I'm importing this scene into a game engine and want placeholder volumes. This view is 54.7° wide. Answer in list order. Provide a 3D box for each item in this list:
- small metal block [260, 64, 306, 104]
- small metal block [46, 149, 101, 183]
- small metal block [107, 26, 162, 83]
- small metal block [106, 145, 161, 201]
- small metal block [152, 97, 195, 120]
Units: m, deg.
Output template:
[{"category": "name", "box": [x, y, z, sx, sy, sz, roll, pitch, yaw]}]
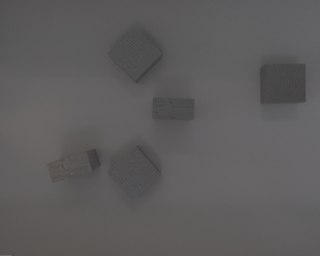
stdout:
[{"category": "small metal block", "box": [0.163, -0.058, 0.412, 0.050, 0.025, 0.050, -1, 90, 0]}, {"category": "small metal block", "box": [-0.109, 0.047, 0.398, 0.050, 0.050, 0.025, -17, 90, 0]}, {"category": "small metal block", "box": [-0.032, -0.096, 0.411, 0.050, 0.025, 0.050, 45, 90, 0]}, {"category": "small metal block", "box": [-0.034, 0.059, 0.411, 0.050, 0.025, 0.050, -41, 90, 0]}, {"category": "small metal block", "box": [0.016, -0.024, 0.399, 0.050, 0.050, 0.025, 2, 90, 0]}]
